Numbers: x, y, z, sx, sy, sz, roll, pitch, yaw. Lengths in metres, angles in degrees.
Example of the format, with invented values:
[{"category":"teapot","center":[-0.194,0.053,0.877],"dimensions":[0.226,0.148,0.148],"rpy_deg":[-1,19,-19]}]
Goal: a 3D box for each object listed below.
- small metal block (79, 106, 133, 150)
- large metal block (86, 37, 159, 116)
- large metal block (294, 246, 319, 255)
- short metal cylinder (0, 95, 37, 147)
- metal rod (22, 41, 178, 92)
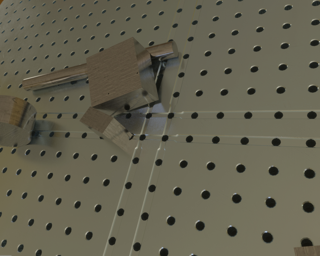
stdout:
[{"category":"small metal block","center":[-0.074,0.000,0.429],"dimensions":[0.050,0.050,0.025],"rpy_deg":[24,75,36]},{"category":"large metal block","center":[-0.055,-0.071,0.449],"dimensions":[0.080,0.050,0.080],"rpy_deg":[-18,69,21]},{"category":"large metal block","center":[0.154,0.132,0.231],"dimensions":[0.080,0.050,0.080],"rpy_deg":[-14,56,20]},{"category":"short metal cylinder","center":[-0.249,-0.010,0.507],"dimensions":[0.080,0.080,0.050],"rpy_deg":[-14,56,20]},{"category":"metal rod","center":[-0.114,-0.100,0.527],"dimensions":[0.301,0.025,0.025],"rpy_deg":[-8,58,23]}]
